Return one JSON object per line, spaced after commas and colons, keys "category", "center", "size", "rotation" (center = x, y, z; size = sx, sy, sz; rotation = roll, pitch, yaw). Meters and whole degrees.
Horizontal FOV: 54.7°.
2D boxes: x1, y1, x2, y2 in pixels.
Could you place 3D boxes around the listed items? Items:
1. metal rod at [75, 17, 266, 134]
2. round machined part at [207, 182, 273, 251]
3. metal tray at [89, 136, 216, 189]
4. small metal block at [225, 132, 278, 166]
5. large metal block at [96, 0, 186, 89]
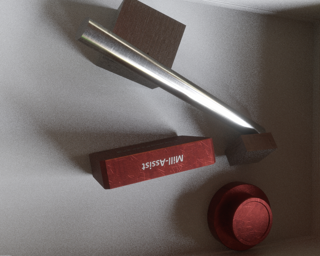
{"category": "metal rod", "center": [0.037, -0.043, 0.381], "size": [0.302, 0.025, 0.025], "rotation": [25, 82, -35]}
{"category": "round machined part", "center": [0.122, 0.129, 0.449], "size": [0.099, 0.042, 0.097], "rotation": [0, 90, -21]}
{"category": "metal tray", "center": [-0.012, 0.036, 0.372], "size": [0.131, 0.090, 0.030], "rotation": [-10, 94, -20]}
{"category": "small metal block", "center": [0.129, 0.031, 0.444], "size": [0.050, 0.050, 0.025], "rotation": [-4, 62, -20]}
{"category": "large metal block", "center": [-0.024, -0.103, 0.389], "size": [0.080, 0.050, 0.080], "rotation": [21, 83, -19]}
